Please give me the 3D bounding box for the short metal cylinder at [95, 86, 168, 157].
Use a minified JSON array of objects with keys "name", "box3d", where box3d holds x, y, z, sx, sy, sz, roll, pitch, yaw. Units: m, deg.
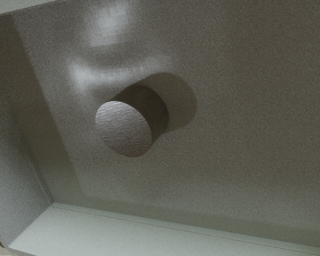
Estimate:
[{"name":"short metal cylinder","box3d":[-0.036,-0.009,0.404,0.080,0.050,0.080,13,124,21]}]
